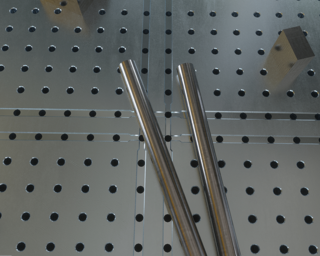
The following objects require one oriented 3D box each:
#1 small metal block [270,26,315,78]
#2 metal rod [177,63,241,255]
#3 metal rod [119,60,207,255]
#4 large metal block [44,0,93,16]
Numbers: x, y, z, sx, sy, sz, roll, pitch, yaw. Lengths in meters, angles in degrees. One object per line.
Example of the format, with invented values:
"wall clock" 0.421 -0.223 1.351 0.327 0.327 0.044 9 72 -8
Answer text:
"small metal block" 0.187 -0.107 0.440 0.025 0.050 0.050 -14 71 -5
"metal rod" 0.063 0.052 0.393 0.025 0.025 0.299 -9 70 -4
"metal rod" 0.002 0.042 0.396 0.025 0.025 0.299 -18 71 -7
"large metal block" -0.141 -0.235 0.483 0.080 0.050 0.080 24 72 8
